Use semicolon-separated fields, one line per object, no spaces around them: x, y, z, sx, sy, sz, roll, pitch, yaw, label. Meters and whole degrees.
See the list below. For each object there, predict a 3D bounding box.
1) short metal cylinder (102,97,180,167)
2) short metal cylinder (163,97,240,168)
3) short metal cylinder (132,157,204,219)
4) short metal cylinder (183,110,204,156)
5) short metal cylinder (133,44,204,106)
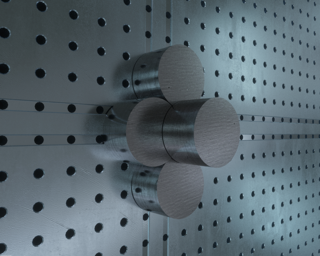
-0.021;0.004;0.374;0.081;0.050;0.079;0;90;-40;short metal cylinder
0.050;0.005;0.368;0.081;0.050;0.079;0;90;-40;short metal cylinder
0.011;0.073;0.401;0.081;0.050;0.080;2;87;-40;short metal cylinder
0.045;0.005;0.429;0.081;0.050;0.079;0;90;-40;short metal cylinder
0.012;-0.063;0.402;0.081;0.050;0.079;0;90;-41;short metal cylinder
